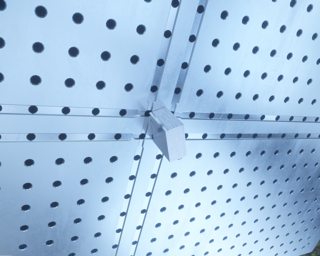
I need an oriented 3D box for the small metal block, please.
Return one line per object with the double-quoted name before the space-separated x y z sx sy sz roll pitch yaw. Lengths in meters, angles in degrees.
"small metal block" 0.010 0.008 0.405 0.025 0.050 0.050 -21 127 -16
